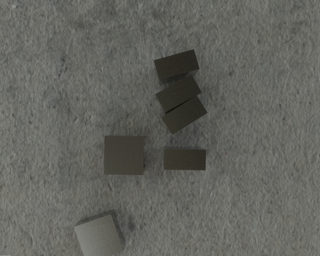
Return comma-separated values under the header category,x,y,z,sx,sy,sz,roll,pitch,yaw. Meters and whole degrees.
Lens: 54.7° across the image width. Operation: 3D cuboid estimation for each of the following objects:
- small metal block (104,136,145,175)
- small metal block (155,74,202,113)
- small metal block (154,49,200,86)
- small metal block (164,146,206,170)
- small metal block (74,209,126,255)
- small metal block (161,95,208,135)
category,x,y,z,sx,sy,sz,roll,pitch,yaw
small metal block,-0.046,0.035,0.409,0.050,0.025,0.050,1,90,-1
small metal block,0.022,-0.042,0.398,0.050,0.050,0.025,-29,90,0
small metal block,0.020,-0.076,0.398,0.050,0.050,0.025,-16,90,0
small metal block,0.030,0.038,0.398,0.050,0.050,0.025,1,90,-1
small metal block,-0.078,0.142,0.409,0.050,0.025,0.050,-19,90,-1
small metal block,0.029,-0.016,0.398,0.050,0.050,0.025,-32,91,0
